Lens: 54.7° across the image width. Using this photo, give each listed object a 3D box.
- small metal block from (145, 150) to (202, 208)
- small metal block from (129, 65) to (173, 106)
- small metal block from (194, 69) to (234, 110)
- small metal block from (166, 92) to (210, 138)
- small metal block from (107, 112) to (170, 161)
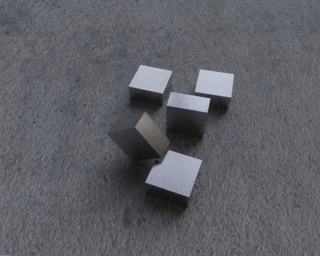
[{"bbox_3d":[0.016,0.056,0.356,0.050,0.025,0.050,16,52,13],"label":"small metal block"},{"bbox_3d":[-0.013,-0.063,0.456,0.050,0.025,0.050,13,51,11],"label":"small metal block"},{"bbox_3d":[0.078,-0.057,0.451,0.050,0.025,0.050,10,51,8],"label":"small metal block"},{"bbox_3d":[0.035,-0.016,0.401,0.050,0.050,0.025,10,51,9],"label":"small metal block"},{"bbox_3d":[-0.025,0.012,0.364,0.050,0.050,0.025,-12,37,43],"label":"small metal block"}]
